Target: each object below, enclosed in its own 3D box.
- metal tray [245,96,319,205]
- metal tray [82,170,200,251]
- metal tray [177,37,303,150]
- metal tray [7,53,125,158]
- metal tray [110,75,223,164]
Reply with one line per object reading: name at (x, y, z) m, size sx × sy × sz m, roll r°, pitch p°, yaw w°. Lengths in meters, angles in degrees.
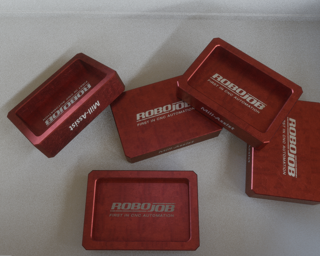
metal tray at (0.161, 0.027, 0.398) m, size 0.091 × 0.030 × 0.130 m, roll 7°, pitch 70°, yaw 2°
metal tray at (-0.021, 0.098, 0.370) m, size 0.131 × 0.030 × 0.090 m, roll 0°, pitch 70°, yaw 0°
metal tray at (0.098, -0.046, 0.391) m, size 0.130 × 0.030 × 0.090 m, roll 35°, pitch 74°, yaw 12°
metal tray at (-0.121, -0.034, 0.399) m, size 0.090 × 0.030 × 0.130 m, roll 32°, pitch 71°, yaw 37°
metal tray at (0.007, -0.016, 0.413) m, size 0.131 × 0.030 × 0.090 m, roll -17°, pitch 71°, yaw -6°
